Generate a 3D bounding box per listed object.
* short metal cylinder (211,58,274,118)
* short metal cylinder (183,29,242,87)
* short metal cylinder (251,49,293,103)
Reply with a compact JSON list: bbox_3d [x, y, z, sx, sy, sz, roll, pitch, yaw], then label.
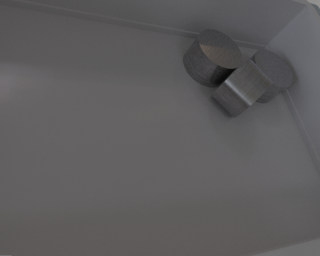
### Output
[{"bbox_3d":[0.125,-0.061,0.474,0.050,0.080,0.080,46,51,3],"label":"short metal cylinder"},{"bbox_3d":[0.085,-0.113,0.504,0.081,0.050,0.080,14,56,-21],"label":"short metal cylinder"},{"bbox_3d":[0.183,-0.090,0.543,0.081,0.050,0.080,14,56,-21],"label":"short metal cylinder"}]
